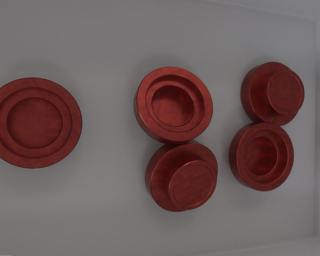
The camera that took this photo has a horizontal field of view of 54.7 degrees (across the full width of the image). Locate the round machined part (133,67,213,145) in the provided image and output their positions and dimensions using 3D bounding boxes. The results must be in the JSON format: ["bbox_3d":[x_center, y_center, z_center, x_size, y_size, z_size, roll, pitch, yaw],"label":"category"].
[{"bbox_3d":[0.014,-0.025,0.397,0.099,0.042,0.098,5,72,-15],"label":"round machined part"}]

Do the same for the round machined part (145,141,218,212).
[{"bbox_3d":[0.034,0.066,0.400,0.099,0.042,0.097,-8,109,-22],"label":"round machined part"}]

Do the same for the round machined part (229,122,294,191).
[{"bbox_3d":[0.143,0.040,0.454,0.099,0.042,0.097,0,90,-20],"label":"round machined part"}]

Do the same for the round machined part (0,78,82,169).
[{"bbox_3d":[-0.140,-0.005,0.350,0.099,0.042,0.097,0,90,-20],"label":"round machined part"}]

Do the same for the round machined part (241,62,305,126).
[{"bbox_3d":[0.175,-0.051,0.463,0.099,0.042,0.097,1,87,-21],"label":"round machined part"}]
